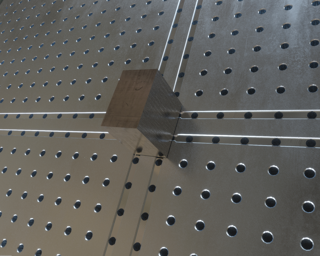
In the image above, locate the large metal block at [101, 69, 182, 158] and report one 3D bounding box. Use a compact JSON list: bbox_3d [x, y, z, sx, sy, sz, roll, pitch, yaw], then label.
[{"bbox_3d":[-0.019,-0.017,0.391,0.050,0.080,0.080,4,64,29],"label":"large metal block"}]
